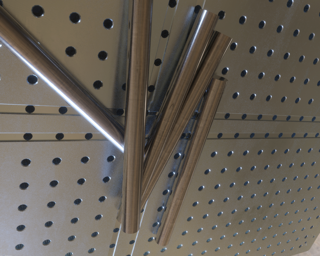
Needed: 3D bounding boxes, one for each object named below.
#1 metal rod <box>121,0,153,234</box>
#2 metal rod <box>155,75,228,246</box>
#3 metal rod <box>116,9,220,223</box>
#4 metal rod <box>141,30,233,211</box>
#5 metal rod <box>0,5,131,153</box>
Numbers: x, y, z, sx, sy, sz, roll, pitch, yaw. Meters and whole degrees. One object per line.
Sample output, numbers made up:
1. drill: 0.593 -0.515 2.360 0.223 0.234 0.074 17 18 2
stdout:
1. metal rod: -0.029 -0.004 0.366 0.025 0.025 0.298 -6 113 -26
2. metal rod: 0.041 0.064 0.475 0.025 0.025 0.298 2 118 -30
3. metal rod: 0.004 -0.002 0.402 0.025 0.025 0.298 11 109 -34
4. metal rod: 0.015 0.012 0.428 0.025 0.025 0.298 14 111 -35
5. metal rod: -0.110 -0.055 0.317 0.025 0.025 0.300 -42 130 0
